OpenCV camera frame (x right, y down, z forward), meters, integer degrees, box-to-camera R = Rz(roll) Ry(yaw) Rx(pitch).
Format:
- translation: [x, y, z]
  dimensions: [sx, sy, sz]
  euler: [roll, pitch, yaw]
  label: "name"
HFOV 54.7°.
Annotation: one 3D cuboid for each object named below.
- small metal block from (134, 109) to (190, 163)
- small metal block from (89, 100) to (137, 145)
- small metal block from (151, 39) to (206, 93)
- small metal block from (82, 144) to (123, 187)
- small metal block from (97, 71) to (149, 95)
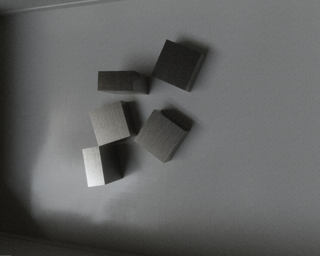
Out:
- translation: [0.003, 0.010, 0.409]
  dimensions: [0.050, 0.025, 0.050]
  euler: [36, 101, 16]
  label: "small metal block"
- translation: [-0.065, -0.006, 0.432]
  dimensions: [0.050, 0.025, 0.050]
  euler: [-18, 84, 18]
  label: "small metal block"
- translation: [0.024, -0.080, 0.401]
  dimensions: [0.050, 0.025, 0.050]
  euler: [27, 99, 17]
  label: "small metal block"
- translation: [-0.078, 0.050, 0.423]
  dimensions: [0.025, 0.050, 0.050]
  euler: [-11, 87, 19]
  label: "small metal block"
- translation: [-0.048, -0.059, 0.413]
  dimensions: [0.050, 0.050, 0.025]
  euler: [3, 91, 19]
  label: "small metal block"
